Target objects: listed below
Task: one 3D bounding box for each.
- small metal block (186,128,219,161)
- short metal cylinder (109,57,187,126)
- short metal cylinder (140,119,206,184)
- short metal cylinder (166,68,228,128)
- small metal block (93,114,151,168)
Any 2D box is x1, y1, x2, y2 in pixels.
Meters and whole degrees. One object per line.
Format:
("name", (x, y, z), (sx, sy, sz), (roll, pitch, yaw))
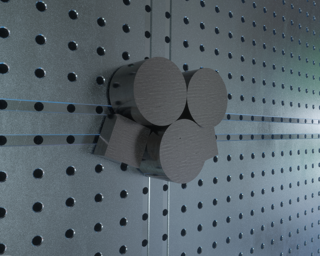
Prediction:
("small metal block", (0.056, 0.022, 0.453), (0.050, 0.025, 0.050), (-18, 102, -39))
("short metal cylinder", (-0.014, -0.042, 0.377), (0.081, 0.050, 0.079), (0, 90, -40))
("short metal cylinder", (0.014, 0.028, 0.400), (0.081, 0.050, 0.079), (0, 90, -40))
("short metal cylinder", (0.048, -0.040, 0.429), (0.081, 0.050, 0.079), (0, 90, -40))
("small metal block", (-0.044, 0.016, 0.368), (0.050, 0.025, 0.050), (26, 74, -37))
